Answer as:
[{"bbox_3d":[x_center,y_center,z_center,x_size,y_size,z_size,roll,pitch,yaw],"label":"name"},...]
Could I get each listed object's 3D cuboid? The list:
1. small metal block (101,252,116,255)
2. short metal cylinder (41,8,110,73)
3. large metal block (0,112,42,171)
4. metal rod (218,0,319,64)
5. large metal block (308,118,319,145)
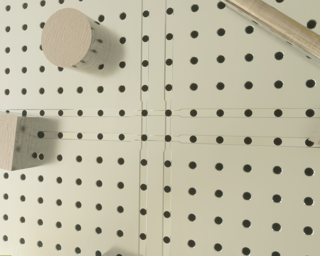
[{"bbox_3d":[-0.065,0.211,0.434,0.050,0.025,0.050,12,94,19],"label":"small metal block"},{"bbox_3d":[-0.118,-0.122,0.440,0.080,0.050,0.079,0,90,19],"label":"short metal cylinder"},{"bbox_3d":[-0.238,0.017,0.481,0.080,0.050,0.079,9,93,19],"label":"large metal block"},{"bbox_3d":[0.190,-0.080,0.345,0.300,0.025,0.025,39,102,15],"label":"metal rod"},{"bbox_3d":[0.205,0.010,0.311,0.080,0.080,0.050,28,99,17],"label":"large metal block"}]
